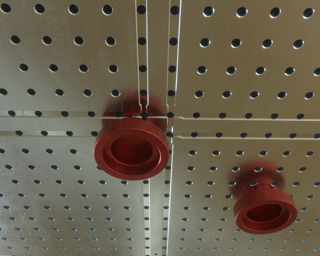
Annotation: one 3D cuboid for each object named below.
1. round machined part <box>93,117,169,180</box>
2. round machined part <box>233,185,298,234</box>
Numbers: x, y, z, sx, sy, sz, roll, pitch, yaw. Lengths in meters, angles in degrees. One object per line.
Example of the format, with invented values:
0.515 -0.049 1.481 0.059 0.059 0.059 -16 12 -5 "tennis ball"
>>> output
-0.037 0.024 0.420 0.099 0.042 0.097 0 130 0 "round machined part"
0.170 0.131 0.513 0.099 0.042 0.097 0 130 0 "round machined part"
